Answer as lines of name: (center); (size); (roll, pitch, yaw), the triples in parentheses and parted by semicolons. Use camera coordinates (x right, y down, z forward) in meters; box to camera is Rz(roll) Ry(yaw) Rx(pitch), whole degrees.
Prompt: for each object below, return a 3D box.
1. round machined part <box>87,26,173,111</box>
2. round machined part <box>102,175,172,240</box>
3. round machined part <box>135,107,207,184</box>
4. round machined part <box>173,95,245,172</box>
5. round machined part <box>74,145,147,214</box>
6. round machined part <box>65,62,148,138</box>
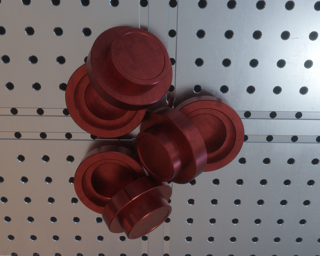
round machined part: (-0.028, -0.072, 0.348); (0.099, 0.042, 0.098); (8, 71, -24)
round machined part: (-0.023, 0.110, 0.414); (0.099, 0.042, 0.098); (-28, 148, -19)
round machined part: (0.006, 0.027, 0.382); (0.042, 0.098, 0.098); (-29, 114, -35)
round machined part: (0.056, 0.005, 0.406); (0.099, 0.042, 0.097); (0, 110, 0)
round machined part: (-0.065, 0.068, 0.428); (0.099, 0.042, 0.097); (0, 110, 0)
round machined part: (-0.063, -0.040, 0.388); (0.099, 0.042, 0.097); (0, 110, 0)
